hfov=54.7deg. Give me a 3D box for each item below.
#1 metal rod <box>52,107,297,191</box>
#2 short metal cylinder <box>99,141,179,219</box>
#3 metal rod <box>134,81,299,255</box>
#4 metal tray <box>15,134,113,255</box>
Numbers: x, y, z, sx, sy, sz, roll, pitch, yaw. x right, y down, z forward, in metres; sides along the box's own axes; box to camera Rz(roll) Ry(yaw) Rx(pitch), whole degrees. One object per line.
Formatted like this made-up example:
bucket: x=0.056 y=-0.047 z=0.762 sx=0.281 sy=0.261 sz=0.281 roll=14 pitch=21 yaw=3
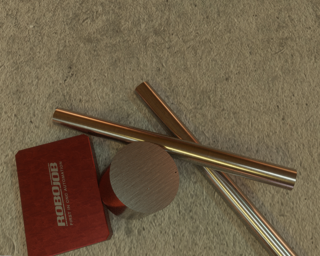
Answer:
metal rod: x=0.007 y=0.021 z=0.379 sx=0.301 sy=0.025 sz=0.025 roll=14 pitch=71 yaw=13
short metal cylinder: x=-0.025 y=0.062 z=0.358 sx=0.081 sy=0.050 sz=0.080 roll=10 pitch=63 yaw=-20
metal rod: x=0.067 y=0.056 z=0.388 sx=0.025 sy=0.025 sz=0.300 roll=-36 pitch=74 yaw=-12
metal tray: x=-0.116 y=0.081 z=0.375 sx=0.091 sy=0.030 sz=0.130 roll=-15 pitch=71 yaw=-6
